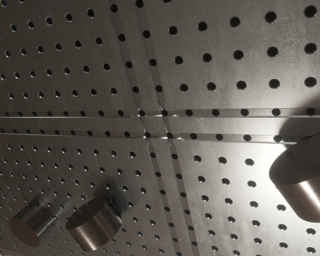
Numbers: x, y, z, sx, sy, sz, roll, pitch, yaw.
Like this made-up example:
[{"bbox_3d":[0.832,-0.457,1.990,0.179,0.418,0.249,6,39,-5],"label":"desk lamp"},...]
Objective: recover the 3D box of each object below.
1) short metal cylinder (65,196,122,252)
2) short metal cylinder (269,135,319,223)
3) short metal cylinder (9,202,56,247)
[{"bbox_3d":[-0.114,0.164,0.535,0.080,0.080,0.050,-21,108,35],"label":"short metal cylinder"},{"bbox_3d":[0.163,0.050,0.321,0.080,0.080,0.050,-31,102,37],"label":"short metal cylinder"},{"bbox_3d":[-0.272,0.207,0.663,0.080,0.050,0.079,13,124,20],"label":"short metal cylinder"}]
